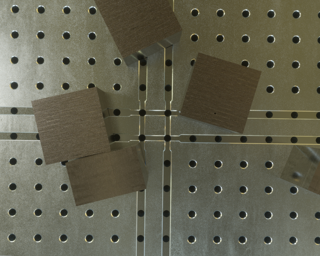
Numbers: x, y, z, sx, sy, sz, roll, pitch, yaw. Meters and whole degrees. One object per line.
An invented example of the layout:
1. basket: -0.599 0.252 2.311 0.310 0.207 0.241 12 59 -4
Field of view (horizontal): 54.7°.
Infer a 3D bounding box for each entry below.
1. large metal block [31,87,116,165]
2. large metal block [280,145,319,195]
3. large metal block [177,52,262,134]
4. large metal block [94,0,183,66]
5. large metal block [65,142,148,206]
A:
1. large metal block: -0.108 -0.003 0.399 0.080 0.050 0.080 -13 90 -1
2. large metal block: 0.213 0.062 0.389 0.080 0.080 0.050 23 90 -1
3. large metal block: 0.074 -0.043 0.402 0.080 0.050 0.080 17 90 -1
4. large metal block: -0.027 -0.138 0.400 0.080 0.050 0.080 -26 90 -1
5. large metal block: -0.061 0.053 0.385 0.080 0.080 0.050 -14 90 0
